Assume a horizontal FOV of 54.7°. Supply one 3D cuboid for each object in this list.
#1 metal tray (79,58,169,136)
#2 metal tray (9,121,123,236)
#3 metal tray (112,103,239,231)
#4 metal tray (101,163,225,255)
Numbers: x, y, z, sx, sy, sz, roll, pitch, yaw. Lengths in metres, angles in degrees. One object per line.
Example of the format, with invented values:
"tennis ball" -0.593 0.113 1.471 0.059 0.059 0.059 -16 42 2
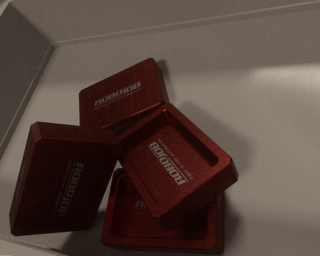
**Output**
"metal tray" -0.055 -0.039 0.454 0.130 0.030 0.090 -22 54 14
"metal tray" -0.106 0.059 0.342 0.030 0.091 0.129 51 125 47
"metal tray" 0.009 0.033 0.336 0.090 0.030 0.130 -35 41 -7
"metal tray" 0.004 0.088 0.345 0.130 0.030 0.090 -7 58 24
